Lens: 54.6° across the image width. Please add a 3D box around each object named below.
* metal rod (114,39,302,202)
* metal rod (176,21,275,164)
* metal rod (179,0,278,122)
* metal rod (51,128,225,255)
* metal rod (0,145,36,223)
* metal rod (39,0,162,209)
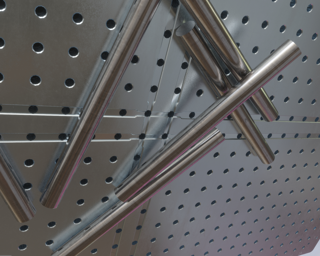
[{"bbox_3d":[0.054,-0.002,0.409,0.300,0.025,0.025,-41,130,12],"label":"metal rod"},{"bbox_3d":[0.109,-0.031,0.450,0.025,0.025,0.300,-43,129,1],"label":"metal rod"},{"bbox_3d":[0.091,-0.088,0.389,0.025,0.025,0.301,-47,134,5],"label":"metal rod"},{"bbox_3d":[-0.030,0.100,0.455,0.301,0.025,0.025,-38,129,-3],"label":"metal rod"},{"bbox_3d":[-0.187,-0.013,0.300,0.025,0.025,0.298,-21,127,-16],"label":"metal rod"},{"bbox_3d":[-0.069,-0.032,0.352,0.025,0.025,0.299,18,109,-35],"label":"metal rod"}]
